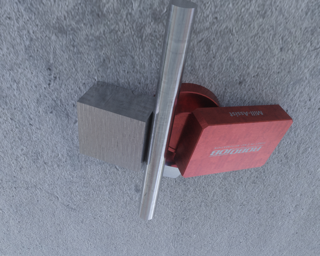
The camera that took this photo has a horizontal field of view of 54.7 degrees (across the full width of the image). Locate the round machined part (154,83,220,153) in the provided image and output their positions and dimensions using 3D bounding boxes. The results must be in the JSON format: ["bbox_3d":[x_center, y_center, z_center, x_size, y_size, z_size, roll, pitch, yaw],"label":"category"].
[{"bbox_3d":[0.031,-0.005,0.393,0.099,0.042,0.097,0,130,0],"label":"round machined part"}]

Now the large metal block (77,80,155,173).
[{"bbox_3d":[-0.050,-0.002,0.376,0.080,0.050,0.079,17,130,9],"label":"large metal block"}]

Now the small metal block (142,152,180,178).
[{"bbox_3d":[0.006,0.049,0.437,0.050,0.025,0.050,12,155,-10],"label":"small metal block"}]

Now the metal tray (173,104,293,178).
[{"bbox_3d":[0.091,0.016,0.391,0.131,0.030,0.089,-4,134,-24],"label":"metal tray"}]

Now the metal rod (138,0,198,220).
[{"bbox_3d":[0.000,0.008,0.360,0.025,0.025,0.298,6,128,-5],"label":"metal rod"}]
